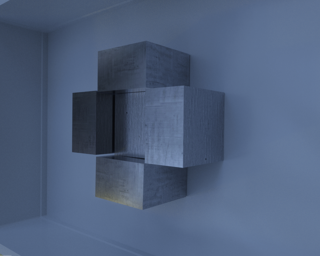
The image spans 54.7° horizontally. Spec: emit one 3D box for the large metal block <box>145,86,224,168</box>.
[{"bbox_3d":[0.029,-0.002,0.346,0.050,0.081,0.080,1,91,40],"label":"large metal block"}]

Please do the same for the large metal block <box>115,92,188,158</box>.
[{"bbox_3d":[-0.012,-0.004,0.397,0.080,0.050,0.080,1,91,40],"label":"large metal block"}]

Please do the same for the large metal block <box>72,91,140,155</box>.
[{"bbox_3d":[-0.072,-0.007,0.430,0.050,0.081,0.080,1,91,40],"label":"large metal block"}]

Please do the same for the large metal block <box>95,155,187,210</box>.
[{"bbox_3d":[-0.023,0.061,0.388,0.080,0.081,0.050,3,92,40],"label":"large metal block"}]

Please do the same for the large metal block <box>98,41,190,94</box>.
[{"bbox_3d":[-0.020,-0.069,0.385,0.080,0.081,0.050,1,91,40],"label":"large metal block"}]
